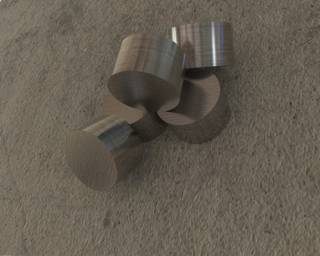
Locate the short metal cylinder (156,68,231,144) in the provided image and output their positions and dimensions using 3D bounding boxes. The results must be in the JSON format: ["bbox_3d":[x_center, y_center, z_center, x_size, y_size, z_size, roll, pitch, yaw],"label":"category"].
[{"bbox_3d":[0.041,-0.027,0.382,0.080,0.050,0.080,-13,56,20],"label":"short metal cylinder"}]

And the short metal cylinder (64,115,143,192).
[{"bbox_3d":[-0.068,0.030,0.378,0.080,0.079,0.050,8,27,31],"label":"short metal cylinder"}]

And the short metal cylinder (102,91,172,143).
[{"bbox_3d":[-0.030,-0.026,0.419,0.080,0.050,0.080,-13,56,20],"label":"short metal cylinder"}]

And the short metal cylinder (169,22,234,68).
[{"bbox_3d":[0.053,-0.102,0.395,0.080,0.080,0.050,1,100,28],"label":"short metal cylinder"}]

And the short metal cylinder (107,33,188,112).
[{"bbox_3d":[-0.013,-0.059,0.348,0.080,0.080,0.050,-1,61,27],"label":"short metal cylinder"}]
